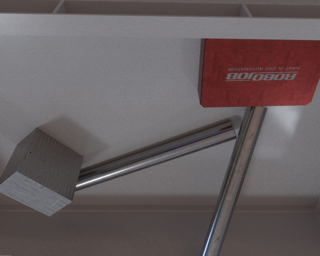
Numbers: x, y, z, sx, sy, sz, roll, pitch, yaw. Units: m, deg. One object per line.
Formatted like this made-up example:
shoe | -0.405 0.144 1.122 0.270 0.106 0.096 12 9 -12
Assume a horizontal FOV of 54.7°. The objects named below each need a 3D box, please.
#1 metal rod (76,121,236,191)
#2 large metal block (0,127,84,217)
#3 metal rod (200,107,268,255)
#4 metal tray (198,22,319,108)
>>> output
metal rod | -0.038 0.052 0.452 0.301 0.025 0.025 -20 128 15
large metal block | -0.159 0.060 0.421 0.050 0.080 0.080 -35 122 26
metal rod | 0.086 0.113 0.419 0.025 0.025 0.298 13 101 -11
metal tray | 0.111 -0.069 0.349 0.131 0.030 0.089 -1 130 0
